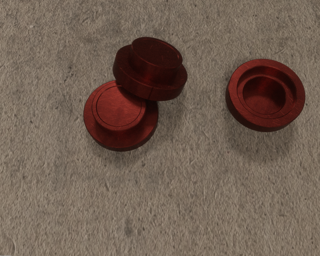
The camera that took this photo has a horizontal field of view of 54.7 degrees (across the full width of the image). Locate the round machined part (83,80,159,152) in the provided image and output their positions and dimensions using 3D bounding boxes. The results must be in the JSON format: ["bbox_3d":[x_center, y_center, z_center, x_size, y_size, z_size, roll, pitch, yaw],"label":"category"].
[{"bbox_3d":[-0.051,-0.021,0.406,0.099,0.042,0.098,0,70,-1],"label":"round machined part"}]

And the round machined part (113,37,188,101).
[{"bbox_3d":[-0.009,-0.083,0.406,0.099,0.042,0.098,13,42,-12],"label":"round machined part"}]

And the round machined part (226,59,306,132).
[{"bbox_3d":[0.137,-0.040,0.415,0.099,0.042,0.098,0,70,-1],"label":"round machined part"}]
